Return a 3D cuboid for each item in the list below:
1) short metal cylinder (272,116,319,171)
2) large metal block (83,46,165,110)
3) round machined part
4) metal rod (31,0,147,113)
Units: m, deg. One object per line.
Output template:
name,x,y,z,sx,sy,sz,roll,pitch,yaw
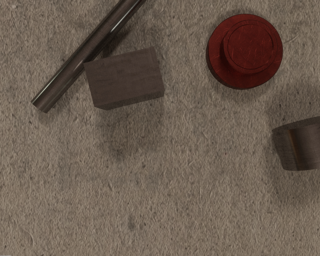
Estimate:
short metal cylinder,0.187,0.017,0.385,0.080,0.080,0.050,-16,90,0
large metal block,-0.040,-0.057,0.382,0.080,0.080,0.050,-14,90,0
round machined part,0.112,-0.101,0.403,0.099,0.042,0.097,0,90,-1
metal rod,-0.060,-0.140,0.409,0.025,0.025,0.300,41,90,-1
